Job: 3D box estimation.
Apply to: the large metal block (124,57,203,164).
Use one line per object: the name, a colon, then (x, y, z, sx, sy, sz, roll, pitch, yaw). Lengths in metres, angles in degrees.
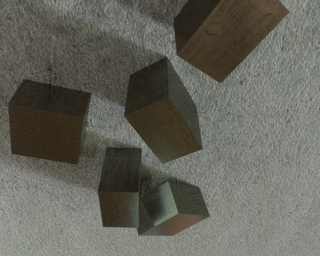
large metal block: (0.006, -0.020, 0.354, 0.050, 0.080, 0.080, -23, 127, 18)

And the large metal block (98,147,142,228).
large metal block: (-0.053, 0.084, 0.442, 0.050, 0.080, 0.079, 2, 130, -1)

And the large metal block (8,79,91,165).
large metal block: (-0.135, -0.006, 0.384, 0.081, 0.050, 0.079, 11, 129, -10)

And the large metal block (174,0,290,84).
large metal block: (0.058, -0.102, 0.284, 0.050, 0.080, 0.080, 28, 125, -22)

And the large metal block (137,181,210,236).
large metal block: (0.016, 0.128, 0.483, 0.080, 0.050, 0.080, -37, 143, 27)
